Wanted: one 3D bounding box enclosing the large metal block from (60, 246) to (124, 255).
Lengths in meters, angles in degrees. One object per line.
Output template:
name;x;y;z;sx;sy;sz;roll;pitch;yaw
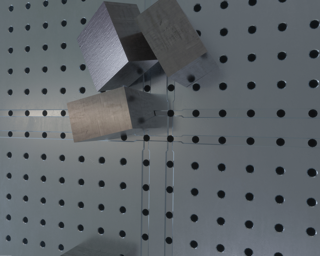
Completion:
large metal block;-0.100;0.221;0.435;0.080;0.050;0.080;3;91;20

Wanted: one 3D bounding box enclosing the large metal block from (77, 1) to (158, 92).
large metal block;-0.056;-0.103;0.403;0.080;0.050;0.080;-31;79;47

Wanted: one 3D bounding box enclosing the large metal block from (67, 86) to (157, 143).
large metal block;-0.059;-0.015;0.405;0.080;0.080;0.050;-13;86;19

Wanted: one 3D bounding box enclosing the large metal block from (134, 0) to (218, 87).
large metal block;0.023;-0.101;0.375;0.050;0.080;0.080;-32;80;16
